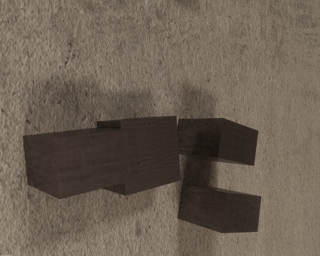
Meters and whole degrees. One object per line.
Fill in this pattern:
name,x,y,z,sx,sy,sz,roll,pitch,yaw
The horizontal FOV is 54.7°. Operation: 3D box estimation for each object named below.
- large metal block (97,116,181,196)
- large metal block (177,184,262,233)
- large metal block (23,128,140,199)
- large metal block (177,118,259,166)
large metal block,-0.024,0.028,0.370,0.081,0.050,0.079,-7,95,-40
large metal block,0.085,0.114,0.443,0.081,0.080,0.050,15,81,-39
large metal block,-0.078,0.029,0.305,0.081,0.080,0.050,-7,95,-40
large metal block,0.079,0.020,0.438,0.081,0.080,0.050,16,80,-39
